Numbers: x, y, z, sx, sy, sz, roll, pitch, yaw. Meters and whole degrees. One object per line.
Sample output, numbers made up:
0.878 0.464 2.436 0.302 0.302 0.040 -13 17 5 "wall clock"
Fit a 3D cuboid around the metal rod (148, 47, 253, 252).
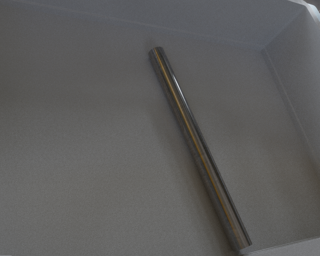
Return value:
0.047 0.014 0.423 0.025 0.025 0.299 -9 66 -32 "metal rod"
